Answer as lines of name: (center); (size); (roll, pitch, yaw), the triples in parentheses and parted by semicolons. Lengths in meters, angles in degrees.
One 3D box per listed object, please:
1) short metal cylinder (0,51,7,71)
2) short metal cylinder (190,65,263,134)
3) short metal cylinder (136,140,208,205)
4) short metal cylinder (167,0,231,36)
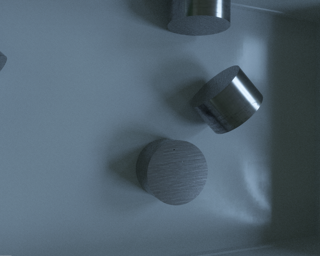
short metal cylinder: (-0.203, -0.062, 0.306); (0.050, 0.080, 0.080); (45, 76, -15)
short metal cylinder: (0.088, -0.038, 0.413); (0.080, 0.080, 0.050); (-47, 105, -14)
short metal cylinder: (0.014, 0.055, 0.402); (0.081, 0.050, 0.080); (0, 90, -20)
short metal cylinder: (0.050, -0.156, 0.399); (0.081, 0.080, 0.050); (1, 90, -20)
